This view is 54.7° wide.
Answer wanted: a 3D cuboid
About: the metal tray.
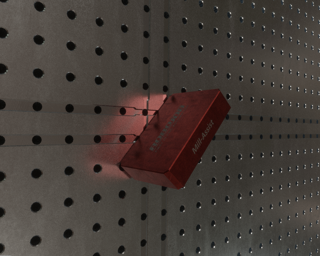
[{"bbox_3d":[0.020,0.009,0.385,0.030,0.090,0.130,51,60,-29],"label":"metal tray"}]
